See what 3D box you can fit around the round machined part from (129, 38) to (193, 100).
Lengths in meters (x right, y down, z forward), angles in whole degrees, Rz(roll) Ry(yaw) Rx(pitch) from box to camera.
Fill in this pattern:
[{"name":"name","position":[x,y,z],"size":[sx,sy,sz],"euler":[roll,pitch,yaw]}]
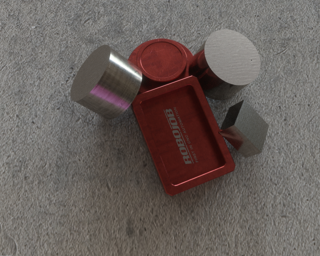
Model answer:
[{"name":"round machined part","position":[0.002,-0.085,0.432],"size":[0.099,0.042,0.098],"euler":[0,70,0]}]

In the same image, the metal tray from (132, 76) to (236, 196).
[{"name":"metal tray","position":[0.027,0.009,0.392],"size":[0.091,0.030,0.129],"euler":[-21,81,-8]}]

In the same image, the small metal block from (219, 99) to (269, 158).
[{"name":"small metal block","position":[0.107,0.001,0.391],"size":[0.050,0.025,0.050],"euler":[43,49,-13]}]

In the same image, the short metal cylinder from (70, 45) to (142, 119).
[{"name":"short metal cylinder","position":[-0.069,-0.057,0.394],"size":[0.050,0.080,0.080],"euler":[32,66,-36]}]

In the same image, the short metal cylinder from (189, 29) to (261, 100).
[{"name":"short metal cylinder","position":[0.086,-0.084,0.416],"size":[0.081,0.050,0.080],"euler":[6,71,-17]}]
